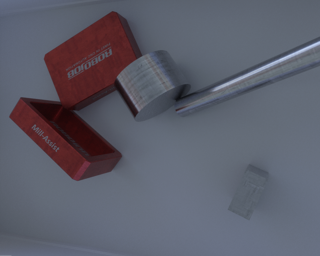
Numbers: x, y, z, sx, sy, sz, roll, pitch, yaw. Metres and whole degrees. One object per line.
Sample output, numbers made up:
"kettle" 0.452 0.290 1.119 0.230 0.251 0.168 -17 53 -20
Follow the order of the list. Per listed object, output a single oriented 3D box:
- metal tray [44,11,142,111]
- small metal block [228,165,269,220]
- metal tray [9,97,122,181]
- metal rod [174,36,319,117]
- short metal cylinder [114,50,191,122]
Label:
"metal tray" -0.093 -0.091 0.439 0.130 0.030 0.090 -26 82 17
"small metal block" 0.104 0.073 0.360 0.025 0.050 0.050 25 98 18
"metal tray" -0.124 0.012 0.418 0.130 0.090 0.030 39 103 15
"metal rod" 0.128 -0.063 0.298 0.299 0.025 0.025 -20 83 44
"short metal cylinder" -0.009 -0.051 0.384 0.080 0.080 0.050 -35 79 16
